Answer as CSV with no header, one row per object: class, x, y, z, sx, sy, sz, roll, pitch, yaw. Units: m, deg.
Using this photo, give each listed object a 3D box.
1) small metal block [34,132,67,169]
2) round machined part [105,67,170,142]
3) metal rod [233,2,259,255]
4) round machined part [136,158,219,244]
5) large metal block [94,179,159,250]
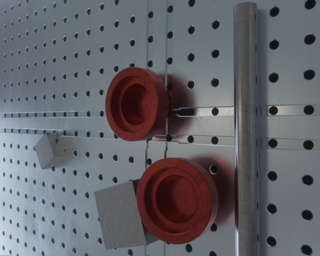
small metal block,-0.206,0.043,0.580,0.050,0.025,0.050,-39,66,33
round machined part,-0.026,-0.031,0.420,0.098,0.042,0.097,0,90,40
metal rod,0.093,0.018,0.332,0.025,0.025,0.298,-1,90,40
round machined part,0.024,0.084,0.372,0.098,0.042,0.097,-3,84,31
large metal block,-0.038,0.116,0.425,0.080,0.050,0.080,-23,76,38
